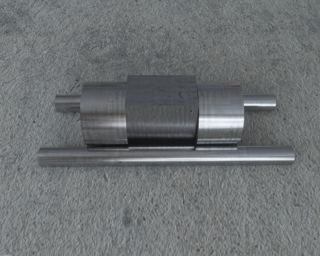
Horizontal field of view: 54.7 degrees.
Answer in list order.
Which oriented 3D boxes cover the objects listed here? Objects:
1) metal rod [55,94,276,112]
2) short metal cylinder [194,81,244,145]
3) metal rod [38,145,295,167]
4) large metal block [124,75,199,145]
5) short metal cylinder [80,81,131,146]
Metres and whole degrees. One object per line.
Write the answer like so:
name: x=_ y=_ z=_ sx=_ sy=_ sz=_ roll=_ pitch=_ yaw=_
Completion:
metal rod: x=0.008 y=-0.035 z=0.434 sx=0.302 sy=0.025 sz=0.025 roll=0 pitch=50 yaw=-1
short metal cylinder: x=0.068 y=-0.018 z=0.384 sx=0.050 sy=0.080 sz=0.080 roll=-1 pitch=50 yaw=-1
metal rod: x=0.008 y=0.034 z=0.376 sx=0.302 sy=0.025 sz=0.025 roll=0 pitch=50 yaw=-1
large metal block: x=0.002 y=-0.018 z=0.381 sx=0.081 sy=0.080 sz=0.050 roll=0 pitch=50 yaw=0
short metal cylinder: x=-0.064 y=-0.018 z=0.383 sx=0.050 sy=0.080 sz=0.080 roll=-1 pitch=50 yaw=-1
